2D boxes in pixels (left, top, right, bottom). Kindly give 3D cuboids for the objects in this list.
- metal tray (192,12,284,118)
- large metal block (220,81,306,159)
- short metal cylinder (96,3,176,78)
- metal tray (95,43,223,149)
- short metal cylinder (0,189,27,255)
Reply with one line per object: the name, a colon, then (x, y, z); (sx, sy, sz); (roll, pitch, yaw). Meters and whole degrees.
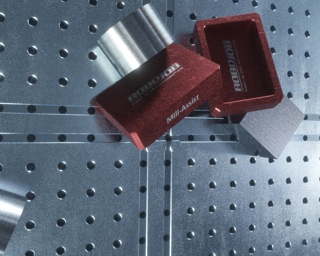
metal tray: (0.102, -0.085, 0.416); (0.091, 0.030, 0.129); (-10, 76, -5)
large metal block: (0.150, -0.012, 0.455); (0.080, 0.050, 0.080); (41, 77, -16)
short metal cylinder: (-0.029, -0.104, 0.373); (0.080, 0.080, 0.050); (-39, 103, -16)
metal tray: (-0.001, -0.044, 0.375); (0.130, 0.090, 0.030); (-38, 139, -14)
short metal cylinder: (-0.179, 0.102, 0.318); (0.050, 0.080, 0.080); (25, 82, -19)
